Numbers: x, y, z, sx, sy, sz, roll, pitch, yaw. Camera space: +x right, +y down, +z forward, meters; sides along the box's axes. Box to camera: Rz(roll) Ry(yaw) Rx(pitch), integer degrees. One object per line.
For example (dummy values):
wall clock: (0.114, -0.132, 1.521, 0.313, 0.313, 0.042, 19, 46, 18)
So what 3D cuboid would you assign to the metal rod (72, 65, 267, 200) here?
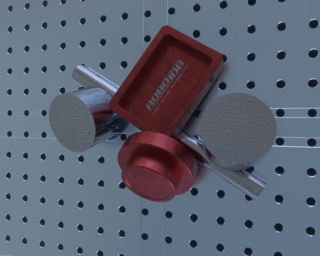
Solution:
metal rod: (0.000, -0.003, 0.413, 0.300, 0.025, 0.025, 33, 101, 17)

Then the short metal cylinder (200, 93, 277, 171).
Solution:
short metal cylinder: (0.087, 0.006, 0.356, 0.080, 0.050, 0.080, -2, 73, 8)

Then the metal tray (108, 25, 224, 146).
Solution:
metal tray: (0.008, -0.054, 0.391, 0.090, 0.030, 0.130, 34, 87, 17)

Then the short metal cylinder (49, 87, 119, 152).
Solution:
short metal cylinder: (-0.103, -0.013, 0.423, 0.080, 0.050, 0.079, 10, 111, 27)

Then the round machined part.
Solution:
round machined part: (-0.008, 0.054, 0.377, 0.098, 0.042, 0.097, 14, 138, 14)
